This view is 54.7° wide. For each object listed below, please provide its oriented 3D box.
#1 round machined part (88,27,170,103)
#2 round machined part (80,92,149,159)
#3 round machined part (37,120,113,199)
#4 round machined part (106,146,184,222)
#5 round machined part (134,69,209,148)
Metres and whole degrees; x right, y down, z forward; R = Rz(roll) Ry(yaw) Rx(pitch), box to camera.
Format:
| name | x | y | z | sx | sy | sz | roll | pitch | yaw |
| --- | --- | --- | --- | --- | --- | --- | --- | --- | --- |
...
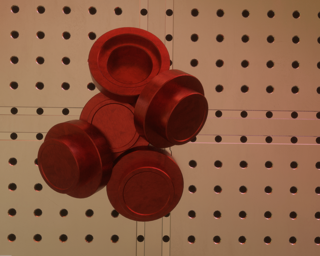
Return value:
| name | x | y | z | sx | sy | sz | roll | pitch | yaw |
| --- | --- | --- | --- | --- | --- | --- | --- | --- | --- |
| round machined part | -0.038 | -0.075 | 0.393 | 0.099 | 0.042 | 0.098 | 2 | 69 | -5 |
| round machined part | -0.057 | -0.003 | 0.403 | 0.099 | 0.042 | 0.097 | 0 | 90 | -1 |
| round machined part | -0.110 | 0.041 | 0.380 | 0.098 | 0.042 | 0.097 | 8 | 106 | 28 |
| round machined part | -0.018 | 0.075 | 0.392 | 0.099 | 0.042 | 0.097 | -1 | 102 | -6 |
| round machined part | 0.020 | -0.018 | 0.376 | 0.042 | 0.098 | 0.098 | 34 | 90 | 41 |
